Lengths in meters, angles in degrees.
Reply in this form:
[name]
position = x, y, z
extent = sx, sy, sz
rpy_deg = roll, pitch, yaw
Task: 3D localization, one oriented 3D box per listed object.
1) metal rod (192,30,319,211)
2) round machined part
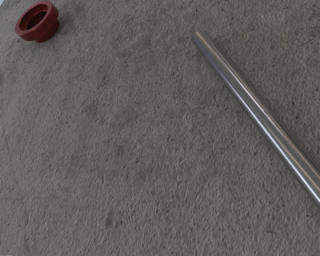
[metal rod]
position = 0.110, -0.026, 0.362
extent = 0.025, 0.025, 0.300
rpy_deg = -32, 52, 8
[round machined part]
position = -0.257, -0.223, 0.665
extent = 0.098, 0.042, 0.098
rpy_deg = -13, 56, 21
